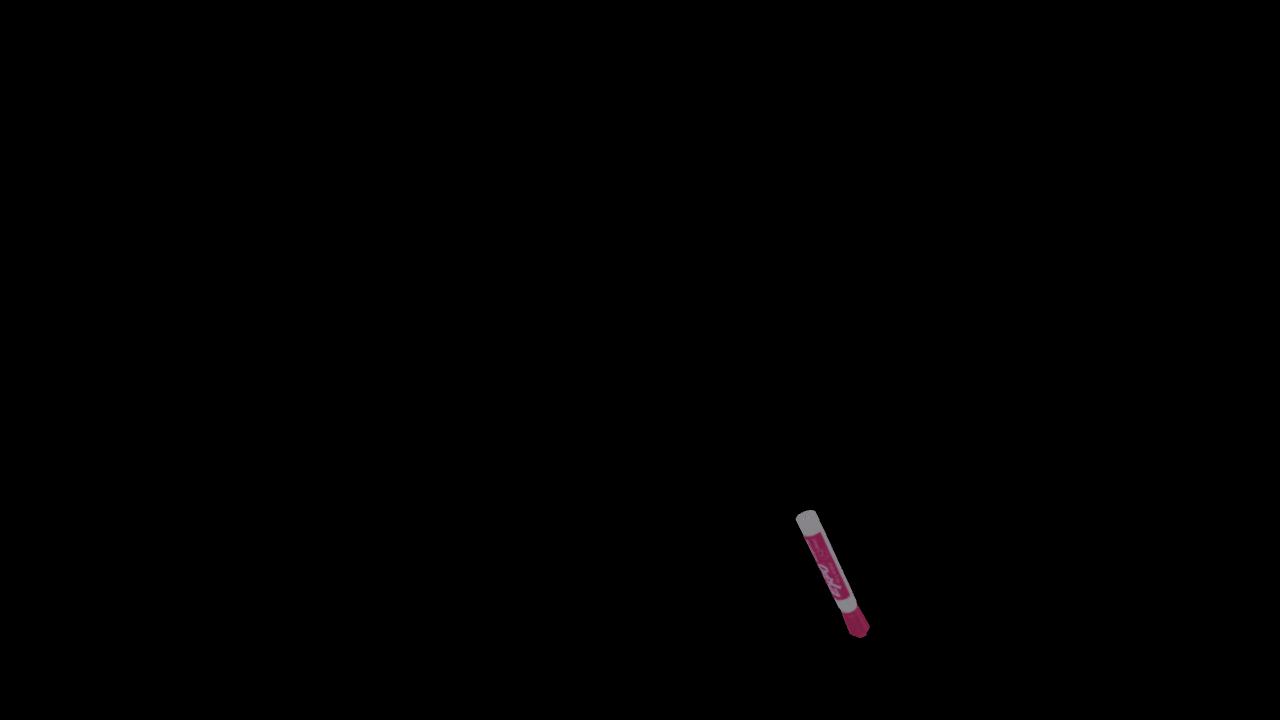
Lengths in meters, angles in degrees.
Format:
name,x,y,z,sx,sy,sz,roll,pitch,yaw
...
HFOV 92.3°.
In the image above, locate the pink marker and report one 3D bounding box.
name,x,y,z,sx,sy,sz,roll,pitch,yaw
pink marker,0.170,0.189,0.538,0.020,0.121,0.020,-26,4,2
